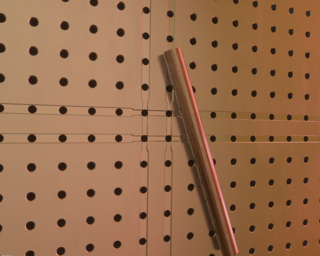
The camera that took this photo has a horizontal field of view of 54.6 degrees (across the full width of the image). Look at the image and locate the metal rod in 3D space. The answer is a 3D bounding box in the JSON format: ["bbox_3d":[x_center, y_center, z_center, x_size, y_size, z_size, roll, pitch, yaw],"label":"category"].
[{"bbox_3d":[0.059,0.037,0.433,0.025,0.025,0.299,-19,96,-19],"label":"metal rod"}]
